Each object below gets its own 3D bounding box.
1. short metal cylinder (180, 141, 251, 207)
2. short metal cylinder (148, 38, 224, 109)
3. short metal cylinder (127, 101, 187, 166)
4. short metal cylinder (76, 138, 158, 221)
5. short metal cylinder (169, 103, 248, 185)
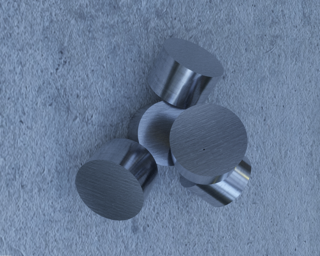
[{"bbox_3d":[0.071,0.056,0.407,0.050,0.080,0.080,37,78,-17],"label":"short metal cylinder"},{"bbox_3d":[0.031,-0.068,0.386,0.081,0.080,0.050,14,129,-20],"label":"short metal cylinder"},{"bbox_3d":[0.003,0.006,0.398,0.081,0.050,0.080,0,90,-21],"label":"short metal cylinder"},{"bbox_3d":[-0.048,0.058,0.357,0.080,0.050,0.079,7,117,15],"label":"short metal cylinder"},{"bbox_3d":[0.052,0.019,0.345,0.080,0.050,0.080,-1,70,3],"label":"short metal cylinder"}]
